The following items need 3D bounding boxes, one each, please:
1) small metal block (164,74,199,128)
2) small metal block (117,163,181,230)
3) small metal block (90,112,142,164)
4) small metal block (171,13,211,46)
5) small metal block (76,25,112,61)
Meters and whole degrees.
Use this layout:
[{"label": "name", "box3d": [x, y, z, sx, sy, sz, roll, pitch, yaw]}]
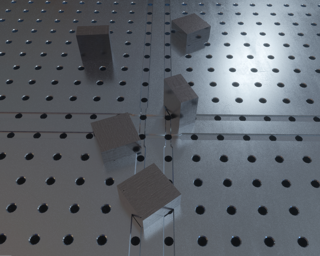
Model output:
[{"label": "small metal block", "box3d": [0.027, -0.037, 0.423, 0.025, 0.050, 0.050, -19, 53, -16]}, {"label": "small metal block", "box3d": [-0.012, 0.075, 0.345, 0.050, 0.025, 0.050, -29, 56, -23]}, {"label": "small metal block", "box3d": [-0.056, 0.012, 0.397, 0.050, 0.025, 0.050, -17, 52, -15]}, {"label": "small metal block", "box3d": [0.055, -0.178, 0.558, 0.050, 0.025, 0.050, -24, 54, -20]}, {"label": "small metal block", "box3d": [-0.106, -0.138, 0.506, 0.050, 0.050, 0.025, -4, 50, -3]}]
